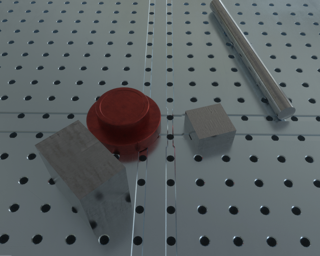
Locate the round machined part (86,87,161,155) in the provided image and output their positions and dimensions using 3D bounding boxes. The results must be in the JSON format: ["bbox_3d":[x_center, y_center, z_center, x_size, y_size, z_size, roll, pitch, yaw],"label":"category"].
[{"bbox_3d":[-0.048,-0.016,0.410,0.099,0.042,0.098,0,50,0],"label":"round machined part"}]

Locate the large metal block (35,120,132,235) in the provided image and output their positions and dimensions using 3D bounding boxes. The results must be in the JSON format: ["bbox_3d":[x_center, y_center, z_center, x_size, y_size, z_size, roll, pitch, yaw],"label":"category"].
[{"bbox_3d":[-0.078,0.052,0.327,0.050,0.080,0.080,-35,58,-26],"label":"large metal block"}]

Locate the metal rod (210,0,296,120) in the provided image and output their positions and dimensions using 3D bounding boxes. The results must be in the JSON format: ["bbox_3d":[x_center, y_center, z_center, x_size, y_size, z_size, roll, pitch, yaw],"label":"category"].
[{"bbox_3d":[0.142,-0.132,0.519,0.025,0.025,0.300,-9,51,-8],"label":"metal rod"}]

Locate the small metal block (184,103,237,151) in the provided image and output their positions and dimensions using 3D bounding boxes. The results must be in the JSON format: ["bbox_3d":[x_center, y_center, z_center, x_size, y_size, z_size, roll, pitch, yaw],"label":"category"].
[{"bbox_3d":[0.065,-0.002,0.410,0.050,0.025,0.050,-13,51,-11],"label":"small metal block"}]
